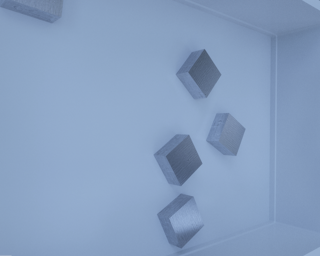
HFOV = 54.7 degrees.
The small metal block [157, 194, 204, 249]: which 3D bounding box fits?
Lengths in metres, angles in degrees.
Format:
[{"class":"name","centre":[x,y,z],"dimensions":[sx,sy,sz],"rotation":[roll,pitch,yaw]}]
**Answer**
[{"class":"small metal block","centre":[0.030,0.128,0.432],"dimensions":[0.050,0.025,0.050],"rotation":[-32,110,-35]}]

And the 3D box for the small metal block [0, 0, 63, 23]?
[{"class":"small metal block","centre":[-0.123,-0.138,0.303],"dimensions":[0.050,0.025,0.050],"rotation":[8,85,-40]}]

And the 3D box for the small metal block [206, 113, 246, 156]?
[{"class":"small metal block","centre":[0.106,0.011,0.495],"dimensions":[0.050,0.025,0.050],"rotation":[37,67,-34]}]

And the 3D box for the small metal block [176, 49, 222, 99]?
[{"class":"small metal block","centre":[0.058,-0.078,0.454],"dimensions":[0.050,0.025,0.050],"rotation":[49,61,-29]}]

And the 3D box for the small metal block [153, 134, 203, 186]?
[{"class":"small metal block","centre":[0.026,0.043,0.428],"dimensions":[0.050,0.025,0.050],"rotation":[-40,115,-33]}]
